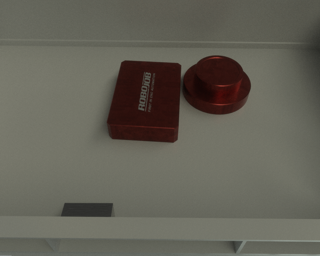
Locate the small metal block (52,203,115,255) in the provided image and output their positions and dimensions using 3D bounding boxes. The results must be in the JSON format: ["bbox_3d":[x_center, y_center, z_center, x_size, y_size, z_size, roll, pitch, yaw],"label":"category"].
[{"bbox_3d":[-0.074,0.104,0.311,0.050,0.025,0.050,0,40,0],"label":"small metal block"}]

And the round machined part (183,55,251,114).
[{"bbox_3d":[0.084,-0.069,0.454,0.099,0.042,0.098,0,50,0],"label":"round machined part"}]

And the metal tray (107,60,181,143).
[{"bbox_3d":[-0.018,-0.042,0.437,0.091,0.030,0.130,3,50,2],"label":"metal tray"}]
